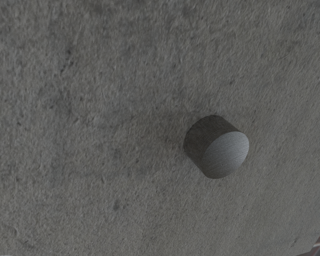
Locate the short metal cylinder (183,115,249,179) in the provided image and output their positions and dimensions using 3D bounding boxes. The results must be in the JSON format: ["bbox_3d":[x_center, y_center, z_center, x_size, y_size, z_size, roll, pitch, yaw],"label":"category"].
[{"bbox_3d":[0.082,0.028,0.455,0.081,0.050,0.079,-14,125,-21],"label":"short metal cylinder"}]
